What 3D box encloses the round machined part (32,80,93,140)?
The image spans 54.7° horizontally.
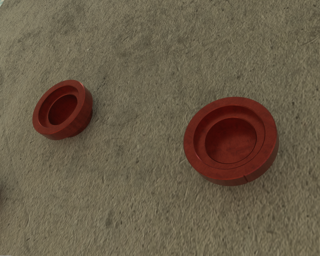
[{"bbox_3d":[-0.146,-0.024,0.484,0.098,0.042,0.098,-13,56,21],"label":"round machined part"}]

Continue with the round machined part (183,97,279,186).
[{"bbox_3d":[0.079,0.018,0.341,0.098,0.042,0.098,-13,56,21],"label":"round machined part"}]
